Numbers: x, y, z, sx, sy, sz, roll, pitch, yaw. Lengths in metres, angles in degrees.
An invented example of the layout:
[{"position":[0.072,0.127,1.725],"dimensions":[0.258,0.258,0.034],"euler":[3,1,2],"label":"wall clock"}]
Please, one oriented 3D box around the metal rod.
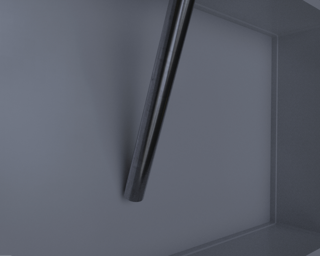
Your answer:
[{"position":[0.003,-0.052,0.330],"dimensions":[0.025,0.025,0.298],"euler":[-3,117,-40],"label":"metal rod"}]
